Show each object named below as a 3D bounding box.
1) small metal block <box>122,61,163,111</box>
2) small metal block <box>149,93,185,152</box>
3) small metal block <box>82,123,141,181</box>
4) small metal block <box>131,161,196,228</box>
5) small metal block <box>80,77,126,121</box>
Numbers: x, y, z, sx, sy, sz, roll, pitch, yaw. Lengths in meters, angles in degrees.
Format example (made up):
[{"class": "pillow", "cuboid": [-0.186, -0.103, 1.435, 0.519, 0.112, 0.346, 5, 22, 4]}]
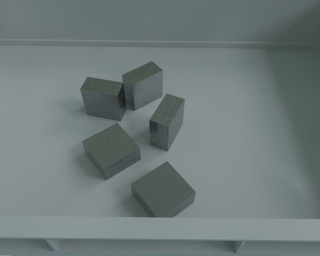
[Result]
[{"class": "small metal block", "cuboid": [-0.024, -0.059, 0.438, 0.050, 0.050, 0.025, -30, 57, -23]}, {"class": "small metal block", "cuboid": [0.009, -0.007, 0.395, 0.025, 0.050, 0.050, 20, 53, 15]}, {"class": "small metal block", "cuboid": [-0.059, 0.028, 0.381, 0.050, 0.025, 0.050, -30, 57, -23]}, {"class": "small metal block", "cuboid": [0.003, 0.073, 0.344, 0.050, 0.025, 0.050, -30, 56, -23]}, {"class": "small metal block", "cuboid": [-0.075, -0.039, 0.420, 0.050, 0.050, 0.025, 11, 51, 8]}]
